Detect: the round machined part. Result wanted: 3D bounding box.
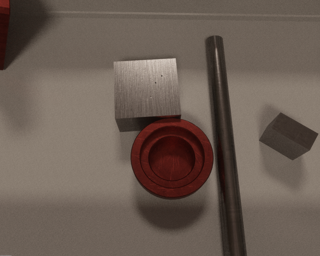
[{"bbox_3d":[0.014,0.040,0.386,0.099,0.042,0.098,0,70,-1],"label":"round machined part"}]

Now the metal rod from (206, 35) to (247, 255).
[{"bbox_3d":[0.084,0.011,0.406,0.025,0.025,0.299,-1,70,-1],"label":"metal rod"}]

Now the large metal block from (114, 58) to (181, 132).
[{"bbox_3d":[-0.017,-0.043,0.412,0.081,0.050,0.080,-4,70,-2],"label":"large metal block"}]

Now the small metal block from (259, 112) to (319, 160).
[{"bbox_3d":[0.162,0.012,0.394,0.050,0.050,0.025,32,73,10],"label":"small metal block"}]

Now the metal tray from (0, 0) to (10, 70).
[{"bbox_3d":[-0.219,-0.147,0.405,0.030,0.129,0.090,0,68,-30],"label":"metal tray"}]
